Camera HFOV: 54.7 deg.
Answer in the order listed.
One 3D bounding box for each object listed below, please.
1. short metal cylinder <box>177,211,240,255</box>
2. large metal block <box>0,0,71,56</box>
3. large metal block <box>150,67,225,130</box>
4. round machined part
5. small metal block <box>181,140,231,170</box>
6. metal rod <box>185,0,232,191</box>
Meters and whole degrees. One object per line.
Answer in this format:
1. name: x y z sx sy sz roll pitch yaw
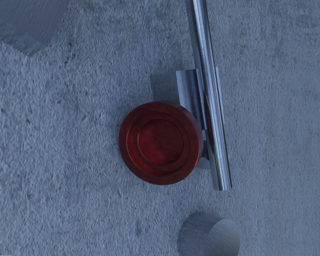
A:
1. short metal cylinder: 0.072 0.167 0.452 0.081 0.050 0.079 0 90 -40
2. large metal block: -0.131 -0.124 0.279 0.080 0.050 0.080 31 71 -36
3. large metal block: 0.039 -0.038 0.423 0.081 0.050 0.079 -14 99 -39
4. round machined part: 0.004 0.015 0.371 0.042 0.098 0.097 -29 111 -68
5. small metal block: 0.064 0.039 0.444 0.050 0.050 0.025 35 69 -35
6. metal rod: 0.059 -0.067 0.390 0.025 0.025 0.298 -16 101 -39
